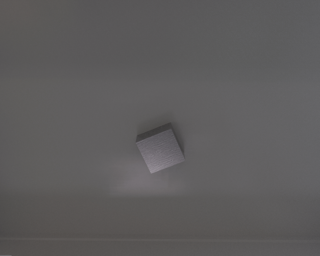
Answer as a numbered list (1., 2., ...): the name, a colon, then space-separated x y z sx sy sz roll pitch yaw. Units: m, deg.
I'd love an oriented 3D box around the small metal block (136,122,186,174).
1. small metal block: 0.001 0.027 0.421 0.050 0.025 0.050 -22 109 7
